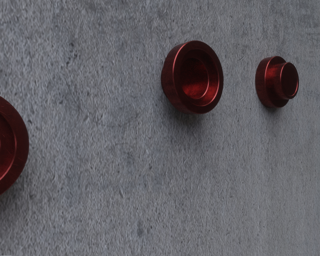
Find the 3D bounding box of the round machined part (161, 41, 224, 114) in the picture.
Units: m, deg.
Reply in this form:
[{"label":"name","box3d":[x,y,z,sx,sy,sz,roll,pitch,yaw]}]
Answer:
[{"label":"round machined part","box3d":[0.040,-0.067,0.427,0.099,0.042,0.097,0,90,-40]}]

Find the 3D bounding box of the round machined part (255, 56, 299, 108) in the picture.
[{"label":"round machined part","box3d":[0.225,-0.086,0.582,0.099,0.042,0.097,0,90,-40]}]

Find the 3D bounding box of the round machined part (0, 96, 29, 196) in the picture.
[{"label":"round machined part","box3d":[-0.165,0.015,0.255,0.099,0.042,0.097,0,90,-40]}]
